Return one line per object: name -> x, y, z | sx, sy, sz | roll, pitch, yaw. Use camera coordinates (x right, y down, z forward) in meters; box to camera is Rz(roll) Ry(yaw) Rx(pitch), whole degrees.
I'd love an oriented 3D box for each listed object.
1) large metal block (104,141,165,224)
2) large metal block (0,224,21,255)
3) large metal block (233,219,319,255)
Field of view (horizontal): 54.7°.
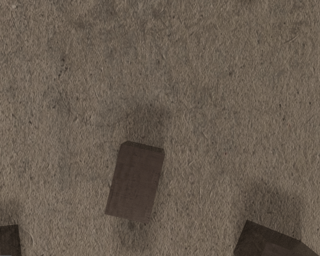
large metal block -> -0.028, 0.062, 0.382 | 0.050, 0.080, 0.080 | 13, 90, 0
large metal block -> -0.228, 0.175, 0.395 | 0.081, 0.050, 0.079 | -6, 90, -1
large metal block -> 0.147, 0.164, 0.385 | 0.080, 0.080, 0.050 | 22, 90, -1
